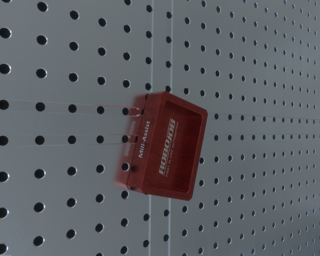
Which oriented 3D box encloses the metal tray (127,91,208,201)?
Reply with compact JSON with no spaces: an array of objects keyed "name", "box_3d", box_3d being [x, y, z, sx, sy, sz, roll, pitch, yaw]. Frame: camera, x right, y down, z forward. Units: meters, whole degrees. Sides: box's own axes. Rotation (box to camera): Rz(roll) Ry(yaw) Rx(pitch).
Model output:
[{"name":"metal tray","box_3d":[0.014,0.026,0.416,0.091,0.030,0.130,20,78,-38]}]
